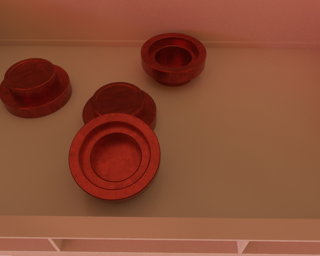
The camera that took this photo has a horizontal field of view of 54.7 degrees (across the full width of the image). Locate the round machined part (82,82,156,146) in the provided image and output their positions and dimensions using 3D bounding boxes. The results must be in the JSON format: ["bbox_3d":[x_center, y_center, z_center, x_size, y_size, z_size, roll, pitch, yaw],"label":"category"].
[{"bbox_3d":[-0.054,-0.024,0.414,0.099,0.042,0.098,0,50,0],"label":"round machined part"}]

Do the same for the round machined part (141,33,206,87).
[{"bbox_3d":[0.020,-0.102,0.480,0.099,0.042,0.098,0,50,0],"label":"round machined part"}]

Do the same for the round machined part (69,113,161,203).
[{"bbox_3d":[-0.048,0.035,0.351,0.099,0.042,0.098,0,69,0],"label":"round machined part"}]

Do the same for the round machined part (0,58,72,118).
[{"bbox_3d":[-0.181,-0.064,0.446,0.099,0.042,0.098,0,50,0],"label":"round machined part"}]
